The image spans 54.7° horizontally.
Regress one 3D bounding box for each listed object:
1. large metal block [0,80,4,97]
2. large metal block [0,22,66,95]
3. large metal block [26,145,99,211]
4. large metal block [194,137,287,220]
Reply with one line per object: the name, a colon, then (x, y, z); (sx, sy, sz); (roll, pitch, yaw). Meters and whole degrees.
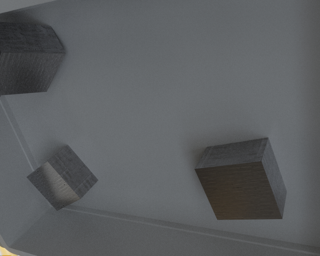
large metal block: (-0.239, -0.062, 0.352); (0.050, 0.081, 0.080); (-34, 75, 42)
large metal block: (-0.184, -0.089, 0.407); (0.080, 0.081, 0.050); (-45, 68, 39)
large metal block: (-0.169, 0.088, 0.536); (0.080, 0.050, 0.080); (-31, 101, 38)
large metal block: (0.100, 0.064, 0.379); (0.080, 0.050, 0.080); (-12, 112, 33)
